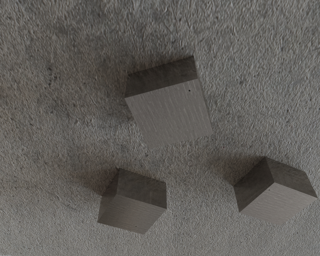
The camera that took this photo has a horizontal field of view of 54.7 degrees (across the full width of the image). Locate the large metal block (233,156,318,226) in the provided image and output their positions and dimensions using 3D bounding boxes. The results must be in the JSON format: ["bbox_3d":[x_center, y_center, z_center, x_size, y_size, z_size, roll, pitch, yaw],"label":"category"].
[{"bbox_3d":[0.174,0.099,0.477,0.080,0.050,0.080,21,127,-17],"label":"large metal block"}]

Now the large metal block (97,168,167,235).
[{"bbox_3d":[-0.044,0.118,0.491,0.080,0.050,0.080,21,127,-17],"label":"large metal block"}]

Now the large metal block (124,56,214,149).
[{"bbox_3d":[0.013,-0.028,0.367,0.080,0.050,0.080,-14,129,11],"label":"large metal block"}]
